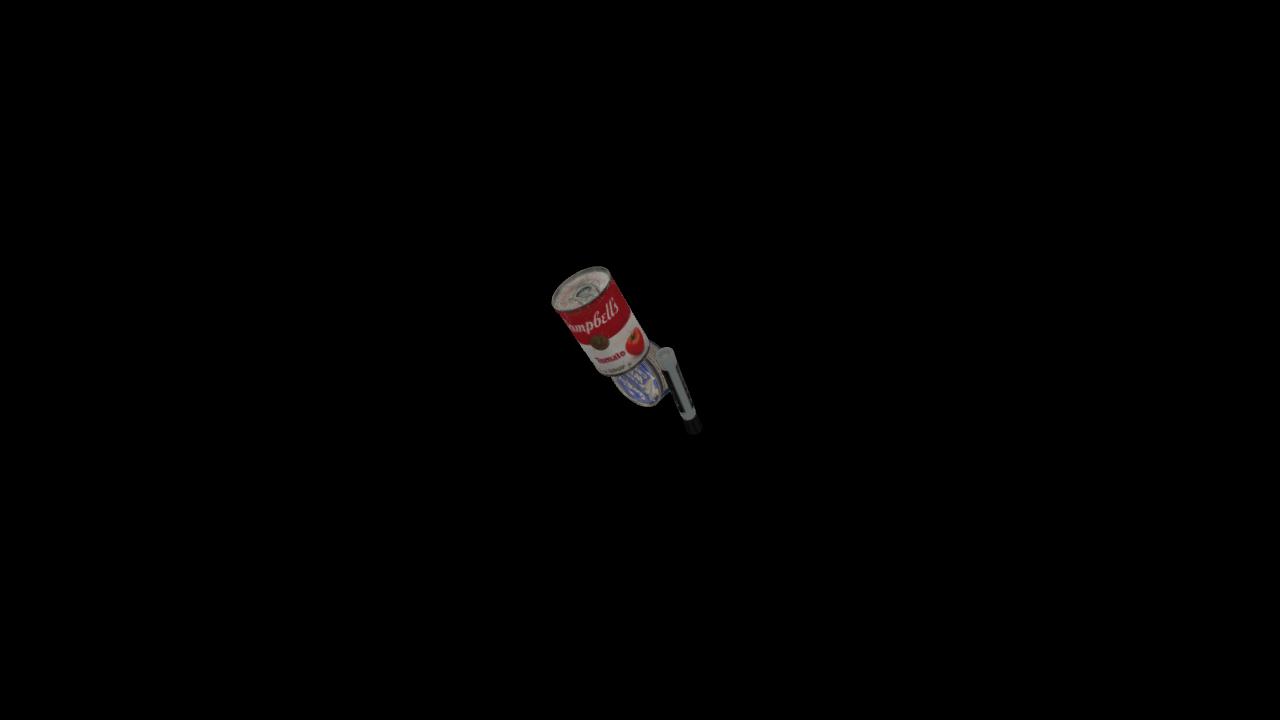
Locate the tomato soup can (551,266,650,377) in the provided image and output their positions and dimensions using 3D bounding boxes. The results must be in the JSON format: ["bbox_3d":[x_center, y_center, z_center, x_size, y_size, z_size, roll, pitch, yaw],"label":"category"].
[{"bbox_3d":[-0.039,-0.038,0.646,0.068,0.068,0.101,0,-43,34],"label":"tomato soup can"}]

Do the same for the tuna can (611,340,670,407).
[{"bbox_3d":[0.002,0.013,0.738,0.084,0.084,0.034,0,32,49],"label":"tuna can"}]

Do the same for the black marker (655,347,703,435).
[{"bbox_3d":[0.042,0.036,0.633,0.020,0.121,0.020,-14,41,12],"label":"black marker"}]
